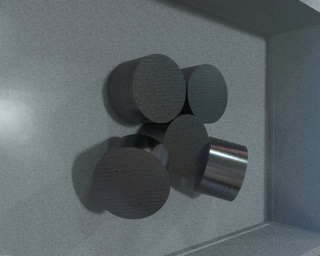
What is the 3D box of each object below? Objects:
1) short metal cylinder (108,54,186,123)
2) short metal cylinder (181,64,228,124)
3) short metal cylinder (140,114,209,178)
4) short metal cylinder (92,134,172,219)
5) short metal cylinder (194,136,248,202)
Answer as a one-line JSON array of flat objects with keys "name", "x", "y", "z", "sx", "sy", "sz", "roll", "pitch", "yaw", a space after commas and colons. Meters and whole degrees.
[{"name": "short metal cylinder", "x": -0.015, "y": -0.046, "z": 0.376, "sx": 0.081, "sy": 0.050, "sz": 0.079, "roll": 0, "pitch": 90, "yaw": -40}, {"name": "short metal cylinder", "x": 0.049, "y": -0.046, "z": 0.432, "sx": 0.081, "sy": 0.050, "sz": 0.079, "roll": 0, "pitch": 90, "yaw": -40}, {"name": "short metal cylinder", "x": 0.018, "y": 0.022, "z": 0.403, "sx": 0.081, "sy": 0.050, "sz": 0.079, "roll": 0, "pitch": 90, "yaw": -40}, {"name": "short metal cylinder", "x": -0.028, "y": 0.051, "z": 0.340, "sx": 0.050, "sy": 0.080, "sz": 0.080, "roll": -76, "pitch": 151, "yaw": -75}, {"name": "short metal cylinder", "x": 0.083, "y": 0.057, "z": 0.433, "sx": 0.050, "sy": 0.080, "sz": 0.080, "roll": 16, "pitch": 77, "yaw": 1}]
